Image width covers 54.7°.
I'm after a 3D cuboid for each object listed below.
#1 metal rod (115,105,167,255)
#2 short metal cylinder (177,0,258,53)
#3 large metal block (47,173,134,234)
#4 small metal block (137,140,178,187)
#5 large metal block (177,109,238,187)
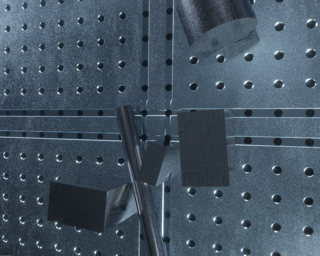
[{"bbox_3d":[-0.016,0.116,0.417,0.025,0.025,0.298,-15,85,19],"label":"metal rod"},{"bbox_3d":[0.066,-0.129,0.360,0.080,0.080,0.050,-20,84,18],"label":"short metal cylinder"},{"bbox_3d":[-0.088,0.095,0.413,0.080,0.080,0.050,6,92,19],"label":"large metal block"},{"bbox_3d":[-0.001,0.044,0.399,0.025,0.050,0.050,19,96,19],"label":"small metal block"},{"bbox_3d":[0.058,0.021,0.362,0.050,0.080,0.079,-4,89,20],"label":"large metal block"}]
